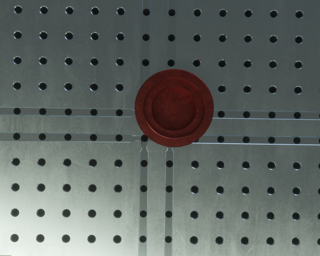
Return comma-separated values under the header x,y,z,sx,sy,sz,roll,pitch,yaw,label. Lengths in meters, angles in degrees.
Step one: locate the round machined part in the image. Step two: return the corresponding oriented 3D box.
x,y,z,sx,sy,sz,roll,pitch,yaw,label
0.018,-0.025,0.405,0.099,0.042,0.097,0,90,0,round machined part
